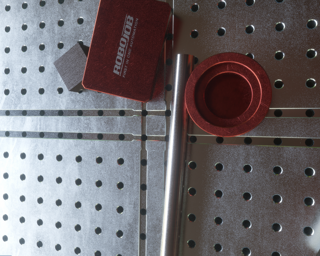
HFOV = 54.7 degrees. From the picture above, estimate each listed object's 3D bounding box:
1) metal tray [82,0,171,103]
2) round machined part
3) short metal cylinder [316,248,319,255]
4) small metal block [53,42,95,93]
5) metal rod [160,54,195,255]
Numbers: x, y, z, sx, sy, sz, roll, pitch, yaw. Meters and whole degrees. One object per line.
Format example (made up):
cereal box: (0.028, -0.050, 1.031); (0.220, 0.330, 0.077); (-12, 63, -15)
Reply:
metal tray: (-0.043, -0.106, 0.411); (0.090, 0.030, 0.129); (14, 95, 2)
round machined part: (0.083, -0.038, 0.374); (0.098, 0.042, 0.097); (0, 90, 19)
short metal cylinder: (0.206, 0.137, 0.311); (0.080, 0.080, 0.050); (25, 98, 18)
small metal block: (-0.119, -0.087, 0.453); (0.050, 0.025, 0.050); (-34, 79, 16)
metal rod: (0.021, 0.056, 0.404); (0.025, 0.025, 0.298); (5, 92, 19)
